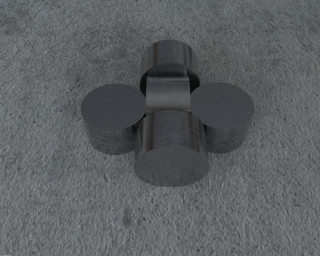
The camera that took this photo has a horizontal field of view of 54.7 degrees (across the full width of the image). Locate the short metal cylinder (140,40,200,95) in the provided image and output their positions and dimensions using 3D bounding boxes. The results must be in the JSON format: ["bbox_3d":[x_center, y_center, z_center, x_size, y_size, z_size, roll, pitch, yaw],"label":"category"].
[{"bbox_3d":[0.013,-0.075,0.433,0.081,0.080,0.050,0,50,0],"label":"short metal cylinder"}]

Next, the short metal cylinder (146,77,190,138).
[{"bbox_3d":[0.010,-0.025,0.390,0.050,0.080,0.080,0,50,0],"label":"short metal cylinder"}]

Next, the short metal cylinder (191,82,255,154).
[{"bbox_3d":[0.075,-0.014,0.400,0.080,0.050,0.080,0,50,0],"label":"short metal cylinder"}]

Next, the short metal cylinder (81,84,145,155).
[{"bbox_3d":[-0.056,-0.012,0.398,0.081,0.050,0.080,1,50,-1],"label":"short metal cylinder"}]

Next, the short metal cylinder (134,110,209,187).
[{"bbox_3d":[0.012,0.025,0.349,0.081,0.080,0.050,0,50,0],"label":"short metal cylinder"}]
